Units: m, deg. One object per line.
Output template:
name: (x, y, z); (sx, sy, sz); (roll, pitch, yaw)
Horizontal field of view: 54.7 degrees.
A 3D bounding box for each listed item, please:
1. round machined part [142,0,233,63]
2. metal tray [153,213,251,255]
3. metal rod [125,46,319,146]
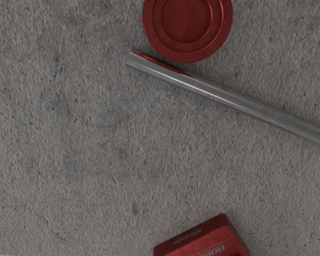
round machined part: (0.030, -0.127, 0.354); (0.099, 0.042, 0.097); (0, 110, 0)
metal tray: (0.066, 0.200, 0.481); (0.130, 0.030, 0.090); (-30, 108, 10)
metal rod: (0.101, -0.033, 0.398); (0.302, 0.025, 0.025); (21, 109, -8)
